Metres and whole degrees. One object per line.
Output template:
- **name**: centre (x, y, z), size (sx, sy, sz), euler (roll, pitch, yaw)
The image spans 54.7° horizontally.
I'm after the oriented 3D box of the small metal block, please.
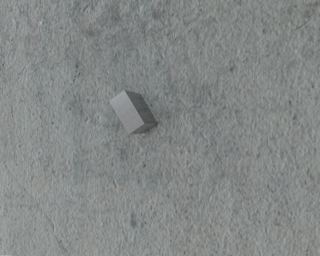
- **small metal block**: centre (-0.033, -0.020, 0.406), size (0.025, 0.050, 0.050), euler (-34, 79, 17)
